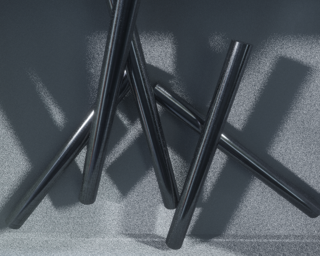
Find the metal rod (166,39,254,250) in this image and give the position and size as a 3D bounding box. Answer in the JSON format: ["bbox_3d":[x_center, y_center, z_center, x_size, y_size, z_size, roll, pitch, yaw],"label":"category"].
[{"bbox_3d":[0.056,0.038,0.399,0.025,0.025,0.298,13,113,-5],"label":"metal rod"}]

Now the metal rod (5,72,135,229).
[{"bbox_3d":[-0.123,0.031,0.421,0.025,0.025,0.299,37,106,-13],"label":"metal rod"}]

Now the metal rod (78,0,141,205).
[{"bbox_3d":[-0.066,-0.017,0.367,0.025,0.025,0.298,15,123,-6],"label":"metal rod"}]

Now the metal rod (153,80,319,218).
[{"bbox_3d":[0.110,0.036,0.425,0.301,0.025,0.025,36,106,-13],"label":"metal rod"}]

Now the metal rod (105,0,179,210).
[{"bbox_3d":[-0.015,-0.018,0.384,0.025,0.025,0.298,-12,117,4],"label":"metal rod"}]
